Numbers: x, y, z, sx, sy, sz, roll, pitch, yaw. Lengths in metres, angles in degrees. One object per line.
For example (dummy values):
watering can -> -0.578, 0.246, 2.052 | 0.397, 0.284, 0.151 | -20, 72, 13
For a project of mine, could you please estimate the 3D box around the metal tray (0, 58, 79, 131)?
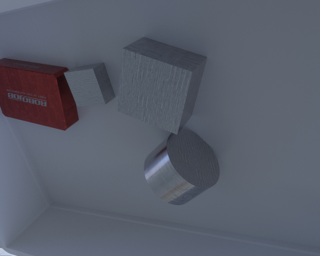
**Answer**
metal tray -> -0.192, -0.052, 0.472 | 0.130, 0.030, 0.089 | 12, 124, 21

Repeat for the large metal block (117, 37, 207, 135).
large metal block -> 0.000, -0.050, 0.360 | 0.080, 0.050, 0.079 | 22, 127, 15

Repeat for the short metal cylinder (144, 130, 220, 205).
short metal cylinder -> 0.027, 0.049, 0.388 | 0.080, 0.080, 0.050 | 43, 129, -2

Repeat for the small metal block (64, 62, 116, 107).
small metal block -> -0.095, -0.058, 0.421 | 0.050, 0.025, 0.050 | -2, 118, 28
